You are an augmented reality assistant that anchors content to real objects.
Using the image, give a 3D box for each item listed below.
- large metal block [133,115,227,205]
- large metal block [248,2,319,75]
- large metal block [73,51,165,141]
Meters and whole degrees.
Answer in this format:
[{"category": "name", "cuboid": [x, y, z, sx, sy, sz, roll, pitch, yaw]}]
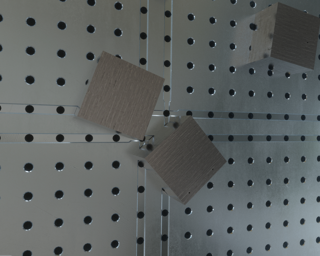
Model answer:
[{"category": "large metal block", "cuboid": [0.026, 0.040, 0.410, 0.080, 0.050, 0.080, -43, 104, -15]}, {"category": "large metal block", "cuboid": [0.189, -0.132, 0.471, 0.081, 0.050, 0.080, 10, 87, -20]}, {"category": "large metal block", "cuboid": [-0.051, -0.037, 0.381, 0.080, 0.050, 0.080, 22, 83, -19]}]
